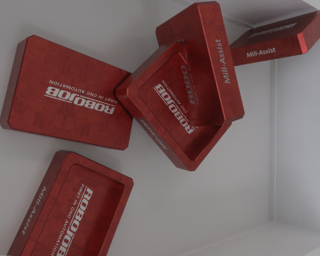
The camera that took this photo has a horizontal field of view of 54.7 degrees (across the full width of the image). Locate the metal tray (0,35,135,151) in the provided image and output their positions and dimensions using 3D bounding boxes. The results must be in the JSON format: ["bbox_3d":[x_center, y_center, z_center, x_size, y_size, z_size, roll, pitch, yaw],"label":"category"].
[{"bbox_3d":[-0.088,-0.030,0.329,0.131,0.030,0.090,15,80,-39],"label":"metal tray"}]

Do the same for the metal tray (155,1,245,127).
[{"bbox_3d":[0.044,-0.068,0.364,0.030,0.090,0.129,-18,97,-29],"label":"metal tray"}]

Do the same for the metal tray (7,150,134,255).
[{"bbox_3d":[-0.091,0.099,0.327,0.090,0.030,0.130,33,70,-35],"label":"metal tray"}]

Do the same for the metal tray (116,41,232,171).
[{"bbox_3d":[0.022,-0.023,0.367,0.090,0.030,0.130,-48,116,-20],"label":"metal tray"}]

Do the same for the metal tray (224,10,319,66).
[{"bbox_3d":[0.179,-0.139,0.488,0.090,0.130,0.030,-42,116,-32],"label":"metal tray"}]
